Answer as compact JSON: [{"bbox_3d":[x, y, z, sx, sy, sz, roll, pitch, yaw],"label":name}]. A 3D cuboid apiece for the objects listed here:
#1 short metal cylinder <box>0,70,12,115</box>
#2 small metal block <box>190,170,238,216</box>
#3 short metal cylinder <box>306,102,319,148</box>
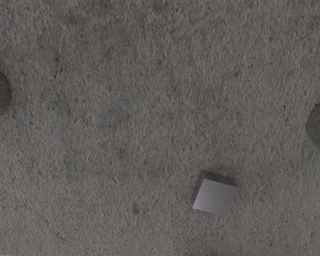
[{"bbox_3d":[-0.234,-0.040,0.379,0.081,0.050,0.079,0,110,0],"label":"short metal cylinder"},{"bbox_3d":[0.077,0.094,0.445,0.050,0.025,0.050,16,109,-6],"label":"small metal block"},{"bbox_3d":[0.240,0.001,0.399,0.081,0.050,0.079,0,110,0],"label":"short metal cylinder"}]
